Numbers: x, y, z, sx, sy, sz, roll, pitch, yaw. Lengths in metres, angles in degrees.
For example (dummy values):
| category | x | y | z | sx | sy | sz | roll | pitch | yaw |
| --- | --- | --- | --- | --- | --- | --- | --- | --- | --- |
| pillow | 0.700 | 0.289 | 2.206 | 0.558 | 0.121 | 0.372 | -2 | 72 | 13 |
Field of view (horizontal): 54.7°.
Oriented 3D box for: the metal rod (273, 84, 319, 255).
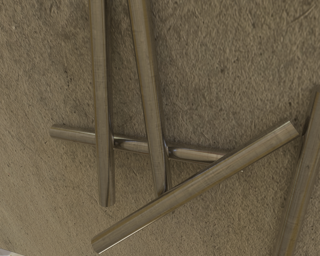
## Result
| category | x | y | z | sx | sy | sz | roll | pitch | yaw |
| --- | --- | --- | --- | --- | --- | --- | --- | --- | --- |
| metal rod | 0.166 | 0.091 | 0.375 | 0.025 | 0.025 | 0.298 | 12 | 124 | 22 |

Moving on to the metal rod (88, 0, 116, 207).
| category | x | y | z | sx | sy | sz | roll | pitch | yaw |
| --- | --- | --- | --- | --- | --- | --- | --- | --- | --- |
| metal rod | -0.074 | -0.023 | 0.407 | 0.025 | 0.025 | 0.298 | 13 | 116 | 21 |

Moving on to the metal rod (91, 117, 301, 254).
| category | x | y | z | sx | sy | sz | roll | pitch | yaw |
| --- | --- | --- | --- | --- | --- | --- | --- | --- | --- |
| metal rod | 0.028 | 0.080 | 0.382 | 0.300 | 0.025 | 0.025 | -36 | 99 | 19 |

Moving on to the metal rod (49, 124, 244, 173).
| category | x | y | z | sx | sy | sz | roll | pitch | yaw |
| --- | --- | --- | --- | --- | --- | --- | --- | --- | --- |
| metal rod | -0.033 | 0.024 | 0.438 | 0.301 | 0.025 | 0.025 | 8 | 122 | 24 |

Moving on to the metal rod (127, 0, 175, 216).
| category | x | y | z | sx | sy | sz | roll | pitch | yaw |
| --- | --- | --- | --- | --- | --- | --- | --- | --- | --- |
| metal rod | -0.009 | -0.024 | 0.373 | 0.025 | 0.025 | 0.298 | 4 | 113 | 26 |
